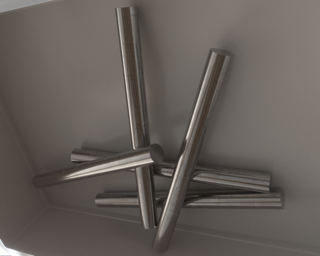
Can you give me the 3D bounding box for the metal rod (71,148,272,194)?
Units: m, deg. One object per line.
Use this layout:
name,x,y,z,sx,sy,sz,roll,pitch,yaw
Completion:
metal rod,-0.001,0.056,0.441,0.301,0.025,0.025,5,121,25

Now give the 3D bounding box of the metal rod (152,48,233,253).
metal rod,0.032,0.048,0.393,0.025,0.025,0.298,22,119,14

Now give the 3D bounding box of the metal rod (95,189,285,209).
metal rod,0.024,0.106,0.458,0.300,0.025,0.025,-8,114,31

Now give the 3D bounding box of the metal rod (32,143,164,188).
metal rod,-0.113,0.065,0.472,0.299,0.025,0.025,-17,110,40

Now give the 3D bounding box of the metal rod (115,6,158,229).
metal rod,-0.026,0.004,0.399,0.025,0.025,0.298,6,115,24
